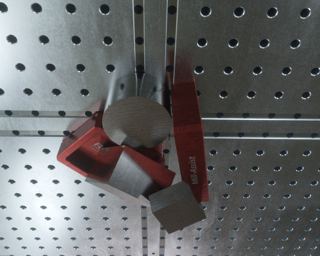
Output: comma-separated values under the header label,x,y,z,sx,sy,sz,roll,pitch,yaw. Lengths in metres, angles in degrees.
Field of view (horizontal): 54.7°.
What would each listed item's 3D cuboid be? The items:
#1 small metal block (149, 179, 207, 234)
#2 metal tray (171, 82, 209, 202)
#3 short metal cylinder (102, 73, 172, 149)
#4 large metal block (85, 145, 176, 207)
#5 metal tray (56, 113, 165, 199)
label,x,y,z,sx,sy,sz,roll,pitch,yaw
small metal block,0.021,0.094,0.368,0.050,0.025,0.050,-25,127,6
metal tray,0.038,0.020,0.387,0.030,0.090,0.129,-7,130,6
short metal cylinder,-0.027,-0.020,0.378,0.081,0.050,0.079,0,130,0
large metal block,-0.040,0.065,0.409,0.080,0.050,0.080,32,159,-25
metal tray,-0.067,0.045,0.445,0.090,0.030,0.130,-36,122,26
